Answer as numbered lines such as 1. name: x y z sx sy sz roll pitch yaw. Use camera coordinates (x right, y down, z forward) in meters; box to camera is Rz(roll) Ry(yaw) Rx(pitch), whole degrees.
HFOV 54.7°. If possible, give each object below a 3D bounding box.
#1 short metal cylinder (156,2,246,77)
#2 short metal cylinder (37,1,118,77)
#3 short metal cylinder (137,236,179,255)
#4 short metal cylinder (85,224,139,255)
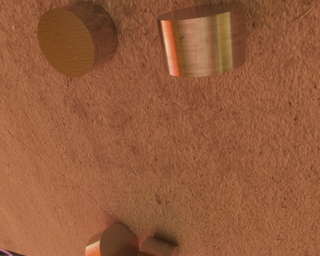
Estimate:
1. short metal cylinder: 0.040 -0.086 0.297 0.080 0.080 0.050 4 120 26
2. short metal cylinder: -0.099 -0.108 0.376 0.080 0.050 0.079 13 124 21
3. short metal cylinder: -0.007 0.228 0.516 0.050 0.080 0.079 15 124 20
4. short metal cylinder: -0.084 0.218 0.551 0.080 0.080 0.050 48 129 -5
